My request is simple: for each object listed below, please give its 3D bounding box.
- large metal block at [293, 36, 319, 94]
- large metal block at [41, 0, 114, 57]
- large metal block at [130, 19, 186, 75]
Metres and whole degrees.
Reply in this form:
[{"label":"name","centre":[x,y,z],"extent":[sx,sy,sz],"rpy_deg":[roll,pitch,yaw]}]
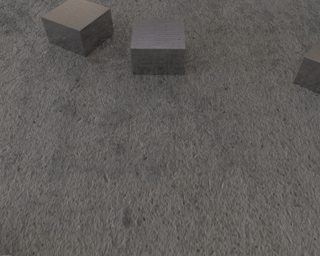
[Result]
[{"label":"large metal block","centre":[0.262,-0.091,0.465],"extent":[0.080,0.050,0.080],"rpy_deg":[30,56,23]},{"label":"large metal block","centre":[-0.139,-0.176,0.534],"extent":[0.080,0.050,0.080],"rpy_deg":[24,54,19]},{"label":"large metal block","centre":[-0.002,-0.130,0.496],"extent":[0.080,0.050,0.080],"rpy_deg":[0,50,0]}]
